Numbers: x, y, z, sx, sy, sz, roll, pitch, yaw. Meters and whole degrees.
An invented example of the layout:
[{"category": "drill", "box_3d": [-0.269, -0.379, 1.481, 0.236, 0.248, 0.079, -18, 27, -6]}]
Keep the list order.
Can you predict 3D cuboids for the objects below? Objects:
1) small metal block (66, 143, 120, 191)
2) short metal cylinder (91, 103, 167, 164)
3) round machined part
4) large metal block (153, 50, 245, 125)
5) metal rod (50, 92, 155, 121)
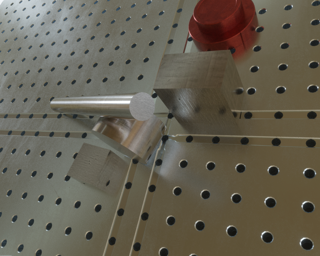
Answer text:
[{"category": "small metal block", "box_3d": [-0.091, 0.052, 0.422, 0.050, 0.025, 0.050, 12, 67, 32]}, {"category": "short metal cylinder", "box_3d": [-0.038, 0.004, 0.390, 0.080, 0.080, 0.050, 21, 73, 35]}, {"category": "round machined part", "box_3d": [0.087, -0.161, 0.449, 0.098, 0.042, 0.098, -13, 56, 20]}, {"category": "large metal block", "box_3d": [0.050, -0.046, 0.374, 0.080, 0.080, 0.050, 3, 64, 29]}, {"category": "metal rod", "box_3d": [-0.094, -0.029, 0.395, 0.299, 0.025, 0.025, 7, 63, 58]}]
